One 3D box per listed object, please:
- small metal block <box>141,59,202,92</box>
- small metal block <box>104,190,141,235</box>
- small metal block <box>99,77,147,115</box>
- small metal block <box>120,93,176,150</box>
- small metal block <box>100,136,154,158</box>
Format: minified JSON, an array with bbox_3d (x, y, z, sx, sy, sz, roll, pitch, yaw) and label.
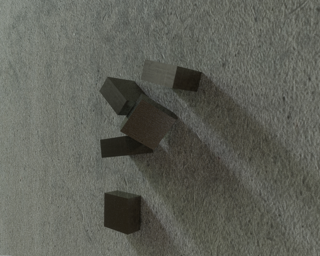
[{"bbox_3d":[0.014,-0.063,0.377,0.050,0.050,0.025,21,104,38],"label":"small metal block"},{"bbox_3d":[-0.055,0.121,0.451,0.050,0.025,0.050,2,91,40],"label":"small metal block"},{"bbox_3d":[-0.046,-0.043,0.427,0.050,0.050,0.025,50,120,28],"label":"small metal block"},{"bbox_3d":[-0.015,-0.008,0.395,0.050,0.050,0.025,-54,16,17],"label":"small metal block"},{"bbox_3d":[-0.045,0.025,0.426,0.050,0.050,0.025,-9,85,40],"label":"small metal block"}]
